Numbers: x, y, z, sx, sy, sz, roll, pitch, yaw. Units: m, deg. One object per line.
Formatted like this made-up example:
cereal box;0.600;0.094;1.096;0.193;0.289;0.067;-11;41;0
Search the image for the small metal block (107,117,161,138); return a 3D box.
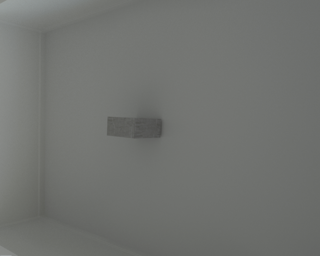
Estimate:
small metal block;-0.034;-0.001;0.412;0.050;0.050;0.025;4;93;39
